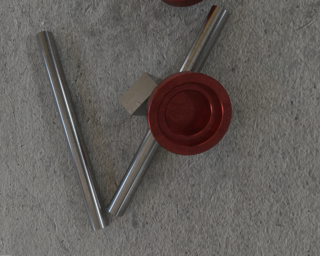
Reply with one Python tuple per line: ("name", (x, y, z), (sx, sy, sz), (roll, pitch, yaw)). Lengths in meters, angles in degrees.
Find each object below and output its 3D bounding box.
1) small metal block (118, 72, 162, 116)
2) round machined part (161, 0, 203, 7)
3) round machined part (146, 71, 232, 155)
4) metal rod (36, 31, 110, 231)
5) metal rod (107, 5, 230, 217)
("small metal block", (-0.018, -0.042, 0.402), (0.050, 0.050, 0.025), (-46, 76, 14))
("round machined part", (0.033, -0.200, 0.388), (0.098, 0.042, 0.097), (0, 90, 20))
("round machined part", (0.032, -0.020, 0.373), (0.099, 0.042, 0.097), (-3, 106, -9))
("metal rod", (-0.130, 0.000, 0.454), (0.025, 0.025, 0.299), (-20, 83, 19))
("metal rod", (0.007, -0.015, 0.406), (0.025, 0.025, 0.299), (31, 100, 17))
